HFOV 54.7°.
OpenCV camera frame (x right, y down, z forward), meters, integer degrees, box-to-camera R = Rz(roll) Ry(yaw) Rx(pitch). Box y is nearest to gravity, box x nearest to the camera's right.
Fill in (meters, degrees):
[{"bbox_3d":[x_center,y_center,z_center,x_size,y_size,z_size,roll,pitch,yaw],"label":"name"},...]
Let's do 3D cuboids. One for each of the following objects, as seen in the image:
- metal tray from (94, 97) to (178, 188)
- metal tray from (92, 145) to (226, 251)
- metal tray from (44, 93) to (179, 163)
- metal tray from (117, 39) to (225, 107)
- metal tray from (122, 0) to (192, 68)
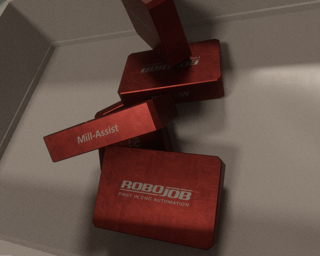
[{"bbox_3d":[-0.035,0.018,0.407,0.090,0.030,0.130,-24,53,12],"label":"metal tray"},{"bbox_3d":[-0.001,0.070,0.332,0.130,0.030,0.090,5,79,19],"label":"metal tray"},{"bbox_3d":[-0.051,-0.003,0.353,0.130,0.090,0.030,-17,96,17],"label":"metal tray"},{"bbox_3d":[0.017,-0.072,0.412,0.130,0.030,0.090,-6,46,14],"label":"metal tray"},{"bbox_3d":[-0.012,-0.146,0.406,0.030,0.090,0.130,-32,45,-4],"label":"metal tray"}]
